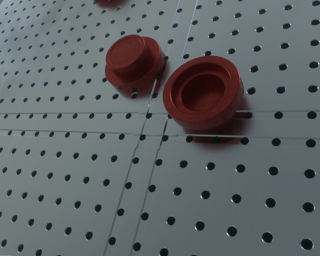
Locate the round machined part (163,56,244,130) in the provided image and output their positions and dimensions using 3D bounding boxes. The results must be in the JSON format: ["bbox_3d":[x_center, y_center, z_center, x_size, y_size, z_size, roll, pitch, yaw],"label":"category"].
[{"bbox_3d":[0.057,-0.040,0.391,0.098,0.042,0.098,-13,56,20],"label":"round machined part"}]

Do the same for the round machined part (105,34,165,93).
[{"bbox_3d":[-0.045,-0.107,0.485,0.098,0.042,0.098,-13,56,20],"label":"round machined part"}]
